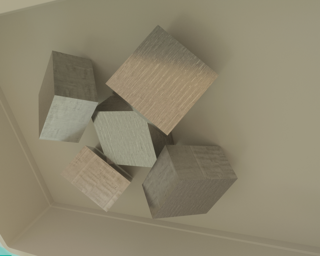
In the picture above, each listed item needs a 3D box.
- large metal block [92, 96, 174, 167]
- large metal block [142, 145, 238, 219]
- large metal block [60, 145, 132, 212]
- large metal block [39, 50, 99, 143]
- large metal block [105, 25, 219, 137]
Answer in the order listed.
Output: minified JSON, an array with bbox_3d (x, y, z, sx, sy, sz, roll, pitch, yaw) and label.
[{"bbox_3d":[-0.035,0.003,0.409,0.080,0.050,0.080,1,119,28],"label":"large metal block"},{"bbox_3d":[0.034,0.067,0.386,0.081,0.050,0.079,3,134,-28],"label":"large metal block"},{"bbox_3d":[-0.088,0.072,0.455,0.080,0.050,0.080,39,173,1],"label":"large metal block"},{"bbox_3d":[-0.122,-0.039,0.401,0.050,0.080,0.080,8,136,-30],"label":"large metal block"},{"bbox_3d":[0.002,-0.047,0.334,0.080,0.050,0.080,40,86,1],"label":"large metal block"}]
